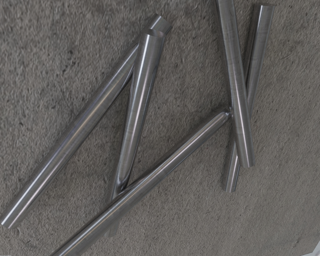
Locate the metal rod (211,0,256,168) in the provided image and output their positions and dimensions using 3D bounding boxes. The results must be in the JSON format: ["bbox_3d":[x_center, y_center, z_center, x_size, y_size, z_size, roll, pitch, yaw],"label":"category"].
[{"bbox_3d":[0.095,-0.069,0.398,0.025,0.025,0.298,-26,122,-13],"label":"metal rod"}]

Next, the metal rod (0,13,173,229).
[{"bbox_3d":[-0.089,-0.002,0.356,0.025,0.025,0.299,33,100,-38],"label":"metal rod"}]

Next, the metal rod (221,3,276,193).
[{"bbox_3d":[0.124,-0.025,0.458,0.025,0.025,0.298,-12,124,-22],"label":"metal rod"}]

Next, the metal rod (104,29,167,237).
[{"bbox_3d":[-0.041,0.029,0.383,0.025,0.025,0.298,-2,125,-28],"label":"metal rod"}]

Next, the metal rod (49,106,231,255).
[{"bbox_3d":[-0.018,0.071,0.403,0.301,0.025,0.025,-40,130,-16],"label":"metal rod"}]
